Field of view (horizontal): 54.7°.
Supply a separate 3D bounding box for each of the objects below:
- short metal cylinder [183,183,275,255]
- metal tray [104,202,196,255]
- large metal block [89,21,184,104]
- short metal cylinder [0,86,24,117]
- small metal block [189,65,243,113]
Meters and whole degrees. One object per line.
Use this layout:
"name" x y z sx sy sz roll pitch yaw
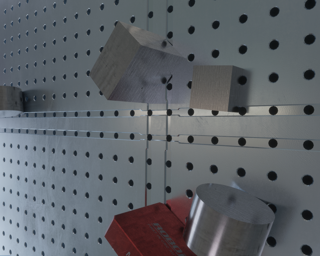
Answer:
"short metal cylinder" 0.069 0.098 0.317 0.080 0.081 0.050 24 106 37
"metal tray" 0.008 0.149 0.360 0.130 0.091 0.030 42 116 32
"large metal block" -0.030 -0.080 0.398 0.050 0.081 0.080 52 120 27
"short metal cylinder" -0.330 -0.054 0.646 0.080 0.081 0.050 -12 83 39
"small metal block" 0.064 -0.045 0.357 0.050 0.025 0.050 9 96 39
